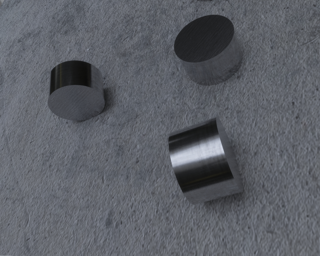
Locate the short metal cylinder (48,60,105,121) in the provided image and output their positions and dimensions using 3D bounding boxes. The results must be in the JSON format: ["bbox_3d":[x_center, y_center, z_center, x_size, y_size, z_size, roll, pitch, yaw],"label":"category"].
[{"bbox_3d":[-0.126,-0.055,0.469,0.080,0.080,0.050,-22,54,15],"label":"short metal cylinder"}]

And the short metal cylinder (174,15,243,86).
[{"bbox_3d":[0.066,-0.104,0.417,0.080,0.050,0.080,-13,56,21],"label":"short metal cylinder"}]

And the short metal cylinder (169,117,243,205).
[{"bbox_3d":[0.049,0.034,0.322,0.050,0.080,0.080,-20,54,17],"label":"short metal cylinder"}]
